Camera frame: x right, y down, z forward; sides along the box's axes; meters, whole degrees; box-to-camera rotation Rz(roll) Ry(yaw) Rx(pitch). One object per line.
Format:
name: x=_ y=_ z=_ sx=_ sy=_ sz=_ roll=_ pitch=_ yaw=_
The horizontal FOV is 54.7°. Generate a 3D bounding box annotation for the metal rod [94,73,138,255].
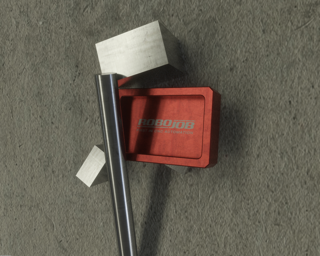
metal rod: x=-0.049 y=0.083 z=0.381 sx=0.025 sy=0.025 sz=0.298 roll=1 pitch=107 yaw=19

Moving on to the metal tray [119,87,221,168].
metal tray: x=0.004 y=-0.002 z=0.376 sx=0.130 sy=0.030 sz=0.089 roll=2 pitch=87 yaw=27

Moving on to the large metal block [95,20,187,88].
large metal block: x=-0.020 y=-0.084 z=0.386 sx=0.080 sy=0.080 sz=0.050 roll=-15 pitch=85 yaw=19

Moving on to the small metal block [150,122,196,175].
small metal block: x=0.023 y=0.025 z=0.400 sx=0.050 sy=0.025 sz=0.050 roll=28 pitch=99 yaw=17

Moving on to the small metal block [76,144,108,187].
small metal block: x=-0.079 y=0.049 z=0.422 sx=0.025 sy=0.050 sz=0.050 roll=37 pitch=102 yaw=16
